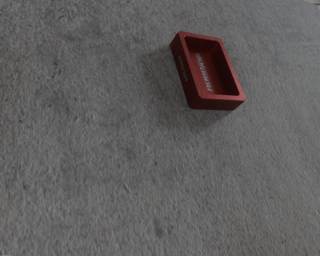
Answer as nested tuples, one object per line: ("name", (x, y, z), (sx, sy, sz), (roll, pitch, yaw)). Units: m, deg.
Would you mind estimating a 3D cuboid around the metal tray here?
("metal tray", (0.075, -0.092, 0.498), (0.091, 0.030, 0.130), (0, 62, -29))
